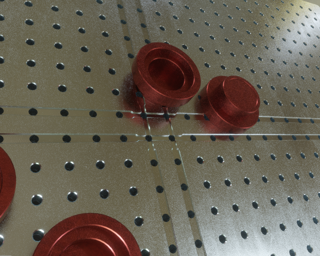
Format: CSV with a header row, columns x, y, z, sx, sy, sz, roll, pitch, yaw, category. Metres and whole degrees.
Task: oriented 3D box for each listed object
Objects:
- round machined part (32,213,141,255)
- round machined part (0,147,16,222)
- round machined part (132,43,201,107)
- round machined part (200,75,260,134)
x,y,z,sx,sy,sz,roll,pitch,yaw,category
-0.068,0.131,0.280,0.099,0.042,0.098,13,56,-21,round machined part
-0.179,0.055,0.267,0.099,0.042,0.098,13,56,-21,round machined part
0.006,-0.071,0.443,0.099,0.042,0.098,13,56,-21,round machined part
0.116,-0.043,0.485,0.099,0.042,0.098,14,56,-21,round machined part
